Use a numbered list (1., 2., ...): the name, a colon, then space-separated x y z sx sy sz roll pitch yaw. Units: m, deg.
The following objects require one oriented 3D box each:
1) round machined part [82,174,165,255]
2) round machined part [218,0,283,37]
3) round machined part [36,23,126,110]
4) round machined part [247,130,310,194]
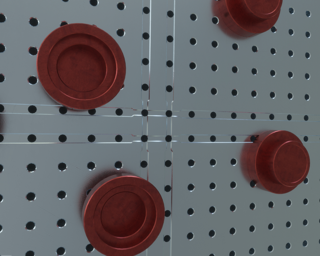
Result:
1. round machined part: -0.047 0.105 0.386 0.099 0.042 0.097 0 90 -20
2. round machined part: 0.139 -0.188 0.454 0.099 0.042 0.097 0 90 -20
3. round machined part: -0.093 -0.070 0.369 0.099 0.042 0.097 0 90 -20
4. round machined part: 0.186 0.052 0.472 0.099 0.042 0.097 0 90 -20
